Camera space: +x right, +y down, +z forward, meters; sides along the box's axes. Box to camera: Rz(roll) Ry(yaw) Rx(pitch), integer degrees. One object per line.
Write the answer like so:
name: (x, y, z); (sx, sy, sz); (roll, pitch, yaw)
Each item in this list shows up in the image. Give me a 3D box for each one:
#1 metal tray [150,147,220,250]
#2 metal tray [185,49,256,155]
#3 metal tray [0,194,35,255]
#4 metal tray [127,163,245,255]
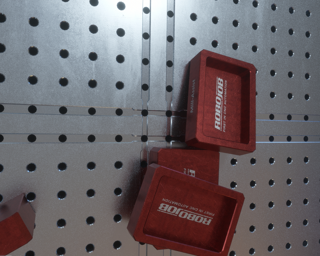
metal tray: (0.032, 0.092, 0.422); (0.091, 0.030, 0.129); (3, 89, -20)
metal tray: (0.085, -0.034, 0.424); (0.091, 0.030, 0.130); (11, 72, -20)
metal tray: (-0.194, 0.119, 0.306); (0.131, 0.090, 0.030); (-27, 99, -18)
metal tray: (0.035, 0.106, 0.390); (0.131, 0.030, 0.090); (21, 83, -19)
